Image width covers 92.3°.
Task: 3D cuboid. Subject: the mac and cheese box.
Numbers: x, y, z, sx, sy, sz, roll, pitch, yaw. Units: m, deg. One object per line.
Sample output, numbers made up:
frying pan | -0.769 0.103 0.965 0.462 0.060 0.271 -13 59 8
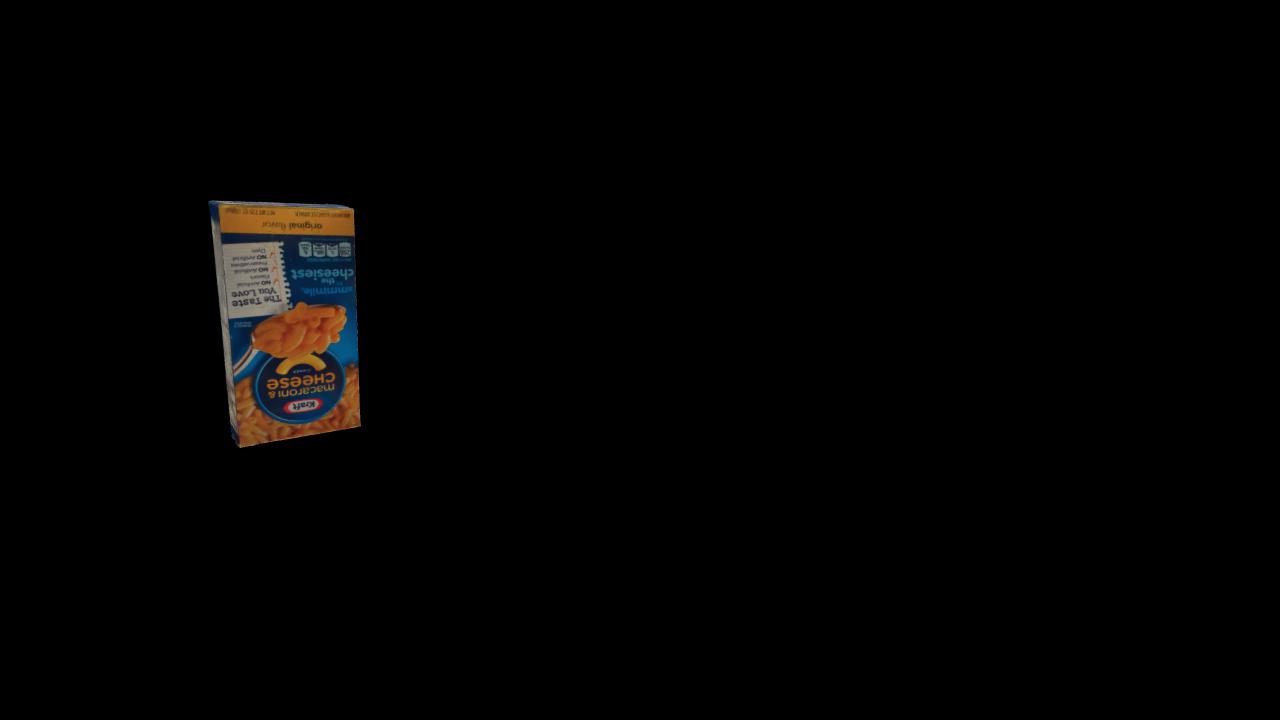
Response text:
mac and cheese box | -0.275 -0.029 0.485 0.093 0.184 0.041 -10 22 -42
